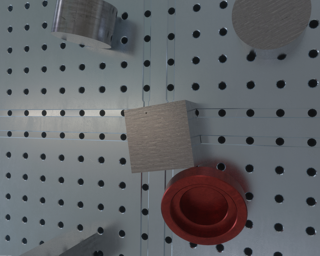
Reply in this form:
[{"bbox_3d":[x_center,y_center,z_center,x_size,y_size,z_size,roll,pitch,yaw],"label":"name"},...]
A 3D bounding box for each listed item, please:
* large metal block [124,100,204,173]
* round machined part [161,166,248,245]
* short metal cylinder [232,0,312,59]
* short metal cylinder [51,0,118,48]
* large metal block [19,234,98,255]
[{"bbox_3d":[0.006,0.012,0.397,0.080,0.050,0.080,-8,87,19],"label":"large metal block"},{"bbox_3d":[0.053,0.088,0.372,0.098,0.042,0.097,4,114,10],"label":"round machined part"},{"bbox_3d":[0.126,-0.124,0.354,0.080,0.050,0.080,0,90,20],"label":"short metal cylinder"},{"bbox_3d":[-0.102,-0.143,0.419,0.080,0.080,0.050,13,94,19],"label":"short metal cylinder"},{"bbox_3d":[-0.144,0.191,0.434,0.080,0.080,0.050,-14,86,19],"label":"large metal block"}]
